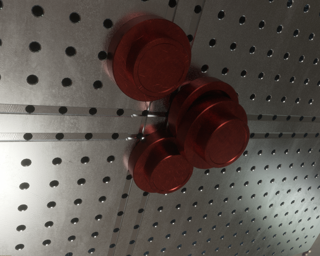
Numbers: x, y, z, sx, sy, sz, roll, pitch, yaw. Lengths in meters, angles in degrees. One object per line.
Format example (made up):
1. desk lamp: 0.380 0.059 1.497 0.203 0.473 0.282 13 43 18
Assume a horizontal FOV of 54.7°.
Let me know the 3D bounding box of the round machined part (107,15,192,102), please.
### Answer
1. round machined part: -0.007 -0.074 0.352 0.099 0.042 0.097 -14 125 -21

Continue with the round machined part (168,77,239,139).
1. round machined part: 0.054 -0.023 0.415 0.099 0.042 0.097 -15 123 -24

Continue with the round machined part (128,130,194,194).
1. round machined part: 0.008 0.055 0.440 0.099 0.042 0.097 -14 125 -21

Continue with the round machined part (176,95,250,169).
1. round machined part: 0.074 0.011 0.392 0.099 0.042 0.097 -15 123 -24
